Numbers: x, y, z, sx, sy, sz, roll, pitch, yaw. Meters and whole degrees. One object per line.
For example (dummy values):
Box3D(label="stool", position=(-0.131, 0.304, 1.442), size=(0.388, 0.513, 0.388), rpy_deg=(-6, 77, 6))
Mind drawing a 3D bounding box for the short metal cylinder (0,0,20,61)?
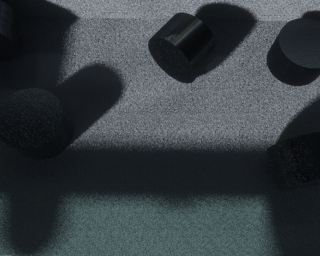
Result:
Box3D(label="short metal cylinder", position=(-0.239, -0.135, 0.427), size=(0.081, 0.080, 0.050), rpy_deg=(-3, 70, -2))

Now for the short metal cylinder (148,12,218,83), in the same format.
Box3D(label="short metal cylinder", position=(0.031, -0.107, 0.420), size=(0.080, 0.080, 0.050), rpy_deg=(38, 74, 12))

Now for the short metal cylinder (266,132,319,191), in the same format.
Box3D(label="short metal cylinder", position=(0.174, 0.041, 0.368), size=(0.081, 0.080, 0.050), rpy_deg=(-10, 71, -4))

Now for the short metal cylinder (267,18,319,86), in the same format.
Box3D(label="short metal cylinder", position=(0.199, -0.106, 0.438), size=(0.081, 0.050, 0.080), rpy_deg=(0, 70, 0))

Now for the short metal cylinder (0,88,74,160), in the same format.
Box3D(label="short metal cylinder", position=(-0.157, -0.004, 0.396), size=(0.081, 0.050, 0.080), rpy_deg=(0, 70, 0))
